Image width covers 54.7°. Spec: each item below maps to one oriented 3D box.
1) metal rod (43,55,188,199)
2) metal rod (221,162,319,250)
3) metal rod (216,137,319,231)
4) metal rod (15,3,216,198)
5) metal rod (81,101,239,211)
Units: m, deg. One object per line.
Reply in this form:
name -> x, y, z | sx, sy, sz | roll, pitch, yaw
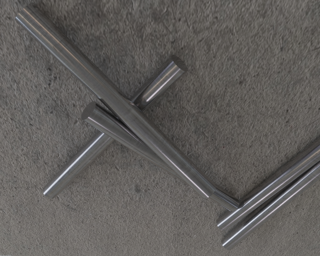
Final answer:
metal rod -> -0.076, 0.014, 0.418 | 0.025, 0.025, 0.299 | 33, 123, -25
metal rod -> 0.195, 0.122, 0.512 | 0.025, 0.025, 0.298 | 20, 127, -17
metal rod -> 0.188, 0.075, 0.472 | 0.025, 0.025, 0.298 | 24, 126, -19
metal rod -> -0.035, -0.016, 0.360 | 0.025, 0.025, 0.300 | -35, 113, 26
metal rod -> 0.020, 0.054, 0.432 | 0.025, 0.025, 0.301 | -35, 129, 26
